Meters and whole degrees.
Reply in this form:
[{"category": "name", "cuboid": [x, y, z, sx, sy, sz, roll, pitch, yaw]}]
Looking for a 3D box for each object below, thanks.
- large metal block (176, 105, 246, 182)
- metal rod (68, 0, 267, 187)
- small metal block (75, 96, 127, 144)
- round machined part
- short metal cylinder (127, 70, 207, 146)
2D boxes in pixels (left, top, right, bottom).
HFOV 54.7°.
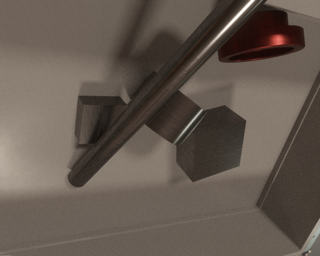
[{"category": "large metal block", "cuboid": [0.071, 0.021, 0.447, 0.081, 0.050, 0.079, -15, 125, -21]}, {"category": "metal rod", "cuboid": [-0.017, -0.020, 0.309, 0.025, 0.025, 0.299, 17, 135, -35]}, {"category": "small metal block", "cuboid": [-0.071, -0.010, 0.365, 0.050, 0.025, 0.050, -2, 119, -28]}, {"category": "round machined part", "cuboid": [0.118, -0.109, 0.369, 0.099, 0.098, 0.042, -8, 93, -25]}, {"category": "short metal cylinder", "cuboid": [0.009, -0.023, 0.365, 0.080, 0.080, 0.050, 32, 100, -39]}]
